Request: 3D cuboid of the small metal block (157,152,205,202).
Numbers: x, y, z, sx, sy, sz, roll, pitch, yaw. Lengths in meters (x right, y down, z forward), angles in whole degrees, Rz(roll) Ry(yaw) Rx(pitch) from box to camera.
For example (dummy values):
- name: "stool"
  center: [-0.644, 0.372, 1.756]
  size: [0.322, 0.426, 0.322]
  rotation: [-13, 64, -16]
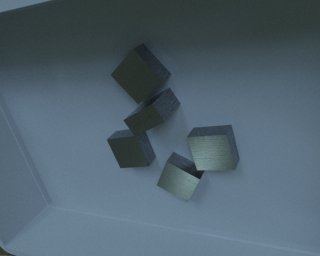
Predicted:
- name: "small metal block"
  center: [0.029, 0.069, 0.435]
  size: [0.050, 0.025, 0.050]
  rotation: [27, 128, 10]

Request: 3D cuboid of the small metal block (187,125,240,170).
- name: "small metal block"
  center: [0.068, 0.025, 0.388]
  size: [0.050, 0.025, 0.050]
  rotation: [-5, 116, 30]

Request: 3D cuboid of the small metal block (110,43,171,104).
- name: "small metal block"
  center: [-0.024, -0.066, 0.379]
  size: [0.050, 0.025, 0.050]
  rotation: [47, 129, -5]

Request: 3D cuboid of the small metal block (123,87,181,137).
- name: "small metal block"
  center: [-0.009, -0.020, 0.384]
  size: [0.050, 0.050, 0.025]
  rotation: [-26, 104, 37]

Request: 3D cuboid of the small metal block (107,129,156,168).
- name: "small metal block"
  center: [-0.041, 0.029, 0.447]
  size: [0.050, 0.025, 0.050]
  rotation: [-8, 115, 31]
